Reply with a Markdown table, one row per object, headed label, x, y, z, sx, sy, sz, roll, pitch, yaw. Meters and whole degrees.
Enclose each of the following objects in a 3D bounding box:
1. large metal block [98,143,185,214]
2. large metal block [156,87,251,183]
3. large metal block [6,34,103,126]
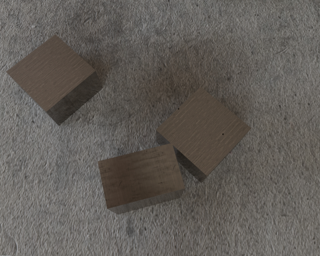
| label | x | y | z | sx | sy | sz | roll | pitch | yaw |
| --- | --- | --- | --- | --- | --- | --- | --- | --- | --- |
| large metal block | -0.020 | 0.061 | 0.356 | 0.081 | 0.080 | 0.050 | -14 | 71 | -5 |
| large metal block | 0.052 | 0.009 | 0.392 | 0.080 | 0.050 | 0.080 | 42 | 75 | 14 |
| large metal block | -0.139 | -0.064 | 0.417 | 0.080 | 0.050 | 0.080 | 42 | 75 | 14 |
